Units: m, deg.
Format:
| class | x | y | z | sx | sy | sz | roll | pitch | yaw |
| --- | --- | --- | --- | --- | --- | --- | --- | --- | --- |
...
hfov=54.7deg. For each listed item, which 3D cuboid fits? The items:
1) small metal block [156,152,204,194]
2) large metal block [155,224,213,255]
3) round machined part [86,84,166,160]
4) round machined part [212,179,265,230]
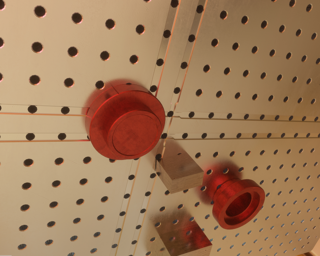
| class | x | y | z | sx | sy | sz | roll | pitch | yaw |
| --- | --- | --- | --- | --- | --- | --- | --- | --- | --- |
| small metal block | 0.028 | 0.064 | 0.450 | 0.050 | 0.050 | 0.025 | -11 | 123 | -23 |
| large metal block | 0.040 | 0.230 | 0.559 | 0.081 | 0.050 | 0.079 | -6 | 121 | -25 |
| round machined part | -0.037 | -0.001 | 0.379 | 0.099 | 0.042 | 0.097 | -14 | 124 | -21 |
| round machined part | 0.135 | 0.130 | 0.554 | 0.099 | 0.042 | 0.097 | -14 | 124 | -21 |
